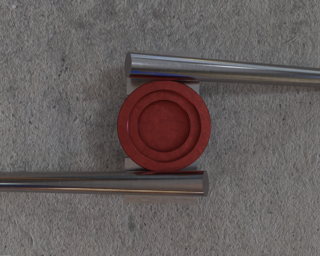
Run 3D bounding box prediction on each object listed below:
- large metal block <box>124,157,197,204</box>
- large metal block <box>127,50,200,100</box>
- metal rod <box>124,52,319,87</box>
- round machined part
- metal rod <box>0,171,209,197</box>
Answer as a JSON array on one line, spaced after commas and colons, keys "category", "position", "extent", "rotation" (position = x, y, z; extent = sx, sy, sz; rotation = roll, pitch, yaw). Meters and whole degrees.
[{"category": "large metal block", "position": [0.001, 0.059, 0.384], "extent": [0.081, 0.080, 0.050], "rotation": [1, 90, -1]}, {"category": "large metal block", "position": [0.004, -0.061, 0.384], "extent": [0.081, 0.080, 0.050], "rotation": [1, 90, -1]}, {"category": "metal rod", "position": [0.109, -0.063, 0.359], "extent": [0.303, 0.025, 0.025], "rotation": [-1, 90, -22]}, {"category": "round machined part", "position": [0.004, -0.002, 0.344], "extent": [0.099, 0.042, 0.097], "rotation": [0, 90, -1]}, {"category": "metal rod", "position": [-0.095, 0.063, 0.354], "extent": [0.301, 0.025, 0.025], "rotation": [-4, 90, 22]}]
